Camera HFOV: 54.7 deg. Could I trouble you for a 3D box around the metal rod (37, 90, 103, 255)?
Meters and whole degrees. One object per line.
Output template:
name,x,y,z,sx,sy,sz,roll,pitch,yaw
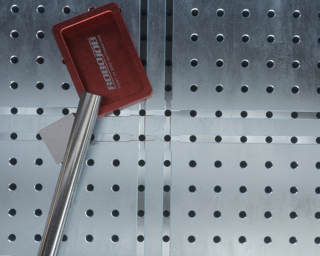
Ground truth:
metal rod,-0.126,0.099,0.394,0.025,0.025,0.298,17,97,-1

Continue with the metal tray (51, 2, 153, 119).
metal tray,-0.074,-0.087,0.409,0.090,0.030,0.129,-22,90,-1

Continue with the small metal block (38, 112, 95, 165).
small metal block,-0.123,0.014,0.412,0.050,0.025,0.050,-29,90,-1
